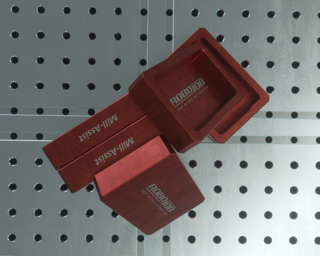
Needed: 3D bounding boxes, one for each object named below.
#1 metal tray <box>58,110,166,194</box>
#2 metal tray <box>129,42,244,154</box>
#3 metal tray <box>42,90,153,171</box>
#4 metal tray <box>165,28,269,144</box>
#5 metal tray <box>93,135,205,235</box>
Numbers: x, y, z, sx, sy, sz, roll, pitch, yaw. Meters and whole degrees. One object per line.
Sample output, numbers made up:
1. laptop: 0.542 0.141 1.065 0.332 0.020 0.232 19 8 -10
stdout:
1. metal tray: -0.049 0.025 0.379 0.130 0.090 0.030 -32 90 0
2. metal tray: 0.036 -0.041 0.357 0.090 0.030 0.131 51 45 0
3. metal tray: -0.067 0.000 0.380 0.130 0.090 0.030 -32 90 0
4. metal tray: 0.066 -0.054 0.410 0.090 0.030 0.130 -44 91 0
5. metal tray: -0.006 0.074 0.367 0.090 0.130 0.030 -32 49 0
